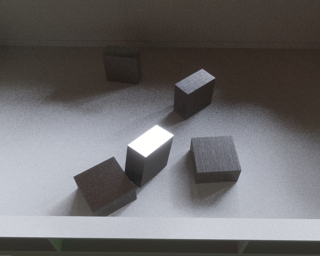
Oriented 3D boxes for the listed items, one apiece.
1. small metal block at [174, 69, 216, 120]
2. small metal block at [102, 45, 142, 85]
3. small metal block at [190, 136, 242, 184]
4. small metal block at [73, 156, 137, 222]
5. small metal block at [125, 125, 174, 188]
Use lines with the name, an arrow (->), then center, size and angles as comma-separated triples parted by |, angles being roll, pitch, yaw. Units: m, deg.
small metal block -> 0.047, -0.046, 0.428 | 0.050, 0.050, 0.025 | -32, 57, -24
small metal block -> -0.056, -0.095, 0.468 | 0.050, 0.050, 0.025 | 7, 51, 6
small metal block -> 0.065, 0.038, 0.374 | 0.050, 0.025, 0.050 | -3, 50, -3
small metal block -> -0.061, 0.067, 0.348 | 0.050, 0.025, 0.050 | -27, 55, -20
small metal block -> -0.013, 0.032, 0.355 | 0.025, 0.050, 0.050 | 32, 43, 23
